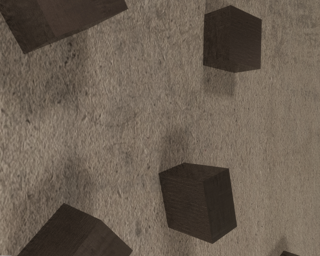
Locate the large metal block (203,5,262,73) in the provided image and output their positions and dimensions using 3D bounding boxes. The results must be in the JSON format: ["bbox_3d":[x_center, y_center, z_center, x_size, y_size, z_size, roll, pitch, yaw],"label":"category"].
[{"bbox_3d":[0.115,-0.135,0.487,0.081,0.050,0.079,3,89,-40],"label":"large metal block"}]

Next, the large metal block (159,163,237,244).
[{"bbox_3d":[0.049,0.095,0.413,0.050,0.080,0.079,-17,101,-39],"label":"large metal block"}]

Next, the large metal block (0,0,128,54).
[{"bbox_3d":[-0.092,-0.114,0.292,0.080,0.080,0.050,-37,113,-34],"label":"large metal block"}]

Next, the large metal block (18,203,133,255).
[{"bbox_3d":[-0.087,0.127,0.297,0.080,0.080,0.050,-51,121,-28],"label":"large metal block"}]

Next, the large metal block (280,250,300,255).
[{"bbox_3d":[0.258,0.307,0.609,0.081,0.050,0.080,-32,110,-36],"label":"large metal block"}]
